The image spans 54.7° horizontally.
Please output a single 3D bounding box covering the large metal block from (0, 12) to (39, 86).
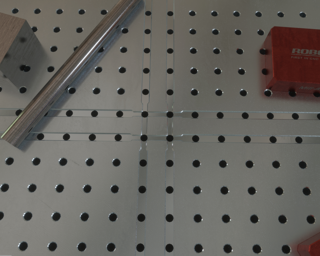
[{"bbox_3d":[-0.235,-0.117,0.439,0.080,0.050,0.080,17,71,6],"label":"large metal block"}]

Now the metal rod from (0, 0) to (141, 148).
[{"bbox_3d":[-0.116,-0.099,0.447,0.025,0.025,0.300,31,73,10],"label":"metal rod"}]

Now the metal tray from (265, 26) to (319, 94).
[{"bbox_3d":[0.222,-0.096,0.446,0.131,0.030,0.090,5,70,1],"label":"metal tray"}]

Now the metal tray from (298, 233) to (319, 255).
[{"bbox_3d":[0.232,0.174,0.346,0.091,0.030,0.130,-25,72,-9],"label":"metal tray"}]
